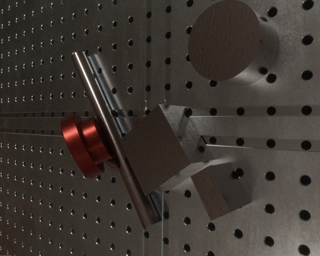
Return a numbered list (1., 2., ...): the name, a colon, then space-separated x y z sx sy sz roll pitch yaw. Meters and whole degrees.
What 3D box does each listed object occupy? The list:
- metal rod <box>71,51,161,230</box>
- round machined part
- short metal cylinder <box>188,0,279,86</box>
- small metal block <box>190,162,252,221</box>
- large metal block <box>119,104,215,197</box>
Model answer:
1. metal rod: -0.073 0.005 0.467 0.025 0.025 0.299 -40 66 32
2. round machined part: -0.103 0.022 0.457 0.042 0.098 0.098 -25 70 -3
3. short metal cylinder: 0.077 -0.087 0.328 0.080 0.050 0.079 0 90 39
4. small metal block: 0.067 0.067 0.337 0.025 0.050 0.050 -37 67 33
5. large metal block: 0.006 0.027 0.386 0.080 0.050 0.080 -41 65 32
